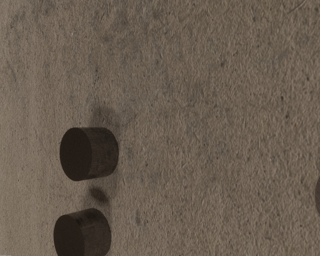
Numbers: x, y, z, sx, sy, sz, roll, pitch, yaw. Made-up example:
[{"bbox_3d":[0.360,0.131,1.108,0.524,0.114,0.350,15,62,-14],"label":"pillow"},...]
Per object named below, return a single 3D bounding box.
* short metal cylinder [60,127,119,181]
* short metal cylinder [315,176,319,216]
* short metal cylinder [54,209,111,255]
[{"bbox_3d":[-0.109,0.039,0.476,0.080,0.050,0.079,0,90,39],"label":"short metal cylinder"},{"bbox_3d":[0.173,0.055,0.246,0.080,0.050,0.079,0,90,39],"label":"short metal cylinder"},{"bbox_3d":[-0.123,0.171,0.487,0.080,0.050,0.079,0,90,39],"label":"short metal cylinder"}]
